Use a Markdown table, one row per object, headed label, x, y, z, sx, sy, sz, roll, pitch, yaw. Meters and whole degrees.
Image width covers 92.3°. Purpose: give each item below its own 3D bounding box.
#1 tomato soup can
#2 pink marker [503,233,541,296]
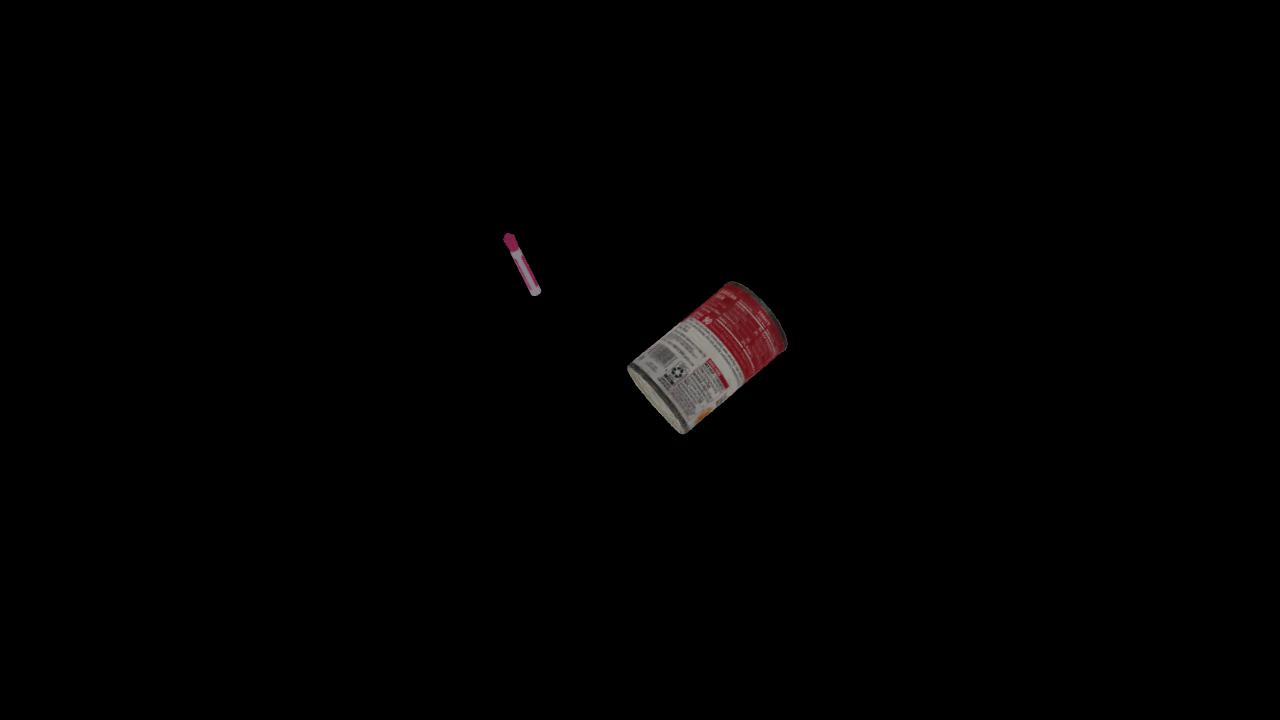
| label | x | y | z | sx | sy | sz | roll | pitch | yaw |
| --- | --- | --- | --- | --- | --- | --- | --- | --- | --- |
| tomato soup can | 0.049 | -0.001 | 0.455 | 0.101 | 0.068 | 0.068 | -40 | 7 | -9 |
| pink marker | -0.189 | -0.153 | 0.990 | 0.020 | 0.020 | 0.121 | 0 | -42 | 20 |
